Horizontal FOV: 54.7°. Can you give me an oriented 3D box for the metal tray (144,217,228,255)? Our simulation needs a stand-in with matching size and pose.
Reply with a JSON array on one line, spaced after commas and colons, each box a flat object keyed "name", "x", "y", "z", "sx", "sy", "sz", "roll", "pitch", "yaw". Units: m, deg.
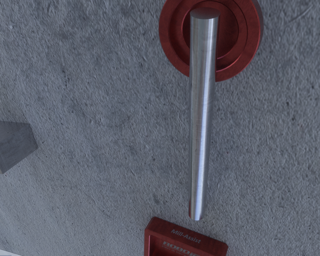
[{"name": "metal tray", "x": 0.039, "y": 0.207, "z": 0.509, "sx": 0.130, "sy": 0.030, "sz": 0.089, "roll": 15, "pitch": 125, "yaw": 19}]

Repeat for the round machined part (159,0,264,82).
[{"name": "round machined part", "x": 0.052, "y": -0.098, "z": 0.307, "sx": 0.098, "sy": 0.042, "sz": 0.097, "roll": 13, "pitch": 124, "yaw": 20}]

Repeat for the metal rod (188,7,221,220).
[{"name": "metal rod", "x": 0.046, "y": 0.015, "z": 0.355, "sx": 0.025, "sy": 0.025, "sz": 0.298, "roll": 15, "pitch": 136, "yaw": 20}]

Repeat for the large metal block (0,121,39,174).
[{"name": "large metal block", "x": -0.275, "y": 0.030, "z": 0.531, "sx": 0.080, "sy": 0.080, "sz": 0.050, "roll": 5, "pitch": 121, "yaw": 25}]
